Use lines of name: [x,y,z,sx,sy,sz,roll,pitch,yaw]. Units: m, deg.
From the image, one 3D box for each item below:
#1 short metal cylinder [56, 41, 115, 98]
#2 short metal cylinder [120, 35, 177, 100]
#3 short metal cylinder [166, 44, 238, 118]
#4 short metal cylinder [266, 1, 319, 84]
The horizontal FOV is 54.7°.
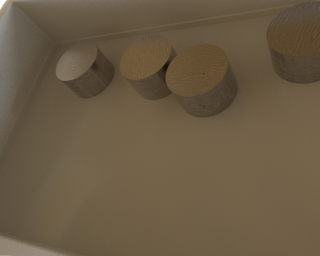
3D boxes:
short metal cylinder: [-0.123,-0.096,0.514,0.080,0.050,0.080,-13,56,21]
short metal cylinder: [-0.011,-0.088,0.449,0.080,0.050,0.080,-13,56,21]
short metal cylinder: [0.054,-0.060,0.398,0.080,0.050,0.080,-13,56,21]
short metal cylinder: [0.170,-0.099,0.361,0.080,0.050,0.080,-13,56,21]
